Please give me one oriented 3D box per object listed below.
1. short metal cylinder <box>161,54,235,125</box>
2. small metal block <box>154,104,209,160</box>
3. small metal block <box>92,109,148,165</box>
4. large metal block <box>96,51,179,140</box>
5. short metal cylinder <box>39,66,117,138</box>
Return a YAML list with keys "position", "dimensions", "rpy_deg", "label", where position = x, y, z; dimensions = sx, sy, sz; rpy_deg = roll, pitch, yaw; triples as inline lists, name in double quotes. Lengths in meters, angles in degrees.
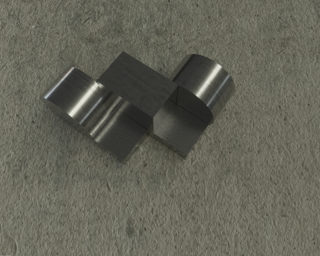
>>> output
- position: [0.048, -0.048, 0.398]
  dimensions: [0.080, 0.080, 0.050]
  rpy_deg: [34, 74, 11]
  label: "short metal cylinder"
- position: [0.027, 0.005, 0.408]
  dimensions: [0.050, 0.025, 0.050]
  rpy_deg: [34, 73, 11]
  label: "small metal block"
- position: [-0.051, 0.012, 0.405]
  dimensions: [0.050, 0.025, 0.050]
  rpy_deg: [34, 73, 11]
  label: "small metal block"
- position: [-0.026, -0.039, 0.395]
  dimensions: [0.080, 0.080, 0.050]
  rpy_deg: [33, 73, 11]
  label: "large metal block"
- position: [-0.102, -0.031, 0.391]
  dimensions: [0.080, 0.080, 0.050]
  rpy_deg: [33, 74, 11]
  label: "short metal cylinder"
